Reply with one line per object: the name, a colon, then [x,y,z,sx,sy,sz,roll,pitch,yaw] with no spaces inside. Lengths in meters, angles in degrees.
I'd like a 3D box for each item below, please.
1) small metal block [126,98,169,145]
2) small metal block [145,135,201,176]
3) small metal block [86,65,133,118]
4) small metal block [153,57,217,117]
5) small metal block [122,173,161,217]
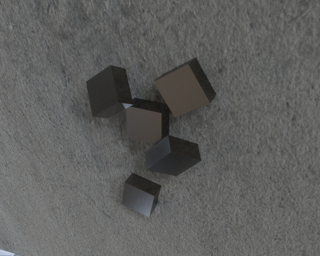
small metal block: [-0.016,-0.008,0.409,0.050,0.025,0.050,13,124,20]
small metal block: [0.016,0.037,0.403,0.050,0.025,0.050,18,138,-34]
small metal block: [-0.065,-0.045,0.397,0.050,0.025,0.050,-24,73,36]
small metal block: [0.029,-0.047,0.362,0.050,0.025,0.050,-22,107,35]
small metal block: [-0.030,0.105,0.486,0.050,0.025,0.050,22,127,14]
